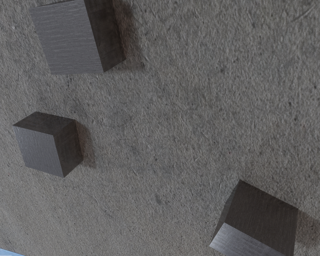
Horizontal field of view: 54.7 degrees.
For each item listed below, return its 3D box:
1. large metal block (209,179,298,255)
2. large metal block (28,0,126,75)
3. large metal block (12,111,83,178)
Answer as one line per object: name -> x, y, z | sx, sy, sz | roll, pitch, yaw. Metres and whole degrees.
large metal block -> 0.118, 0.123, 0.385 | 0.080, 0.080, 0.050 | 27, 128, 11
large metal block -> -0.097, -0.112, 0.373 | 0.080, 0.050, 0.080 | 3, 120, 27
large metal block -> -0.179, 0.025, 0.501 | 0.080, 0.050, 0.079 | 11, 123, 22
